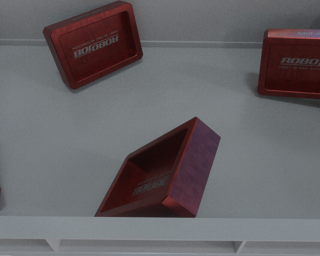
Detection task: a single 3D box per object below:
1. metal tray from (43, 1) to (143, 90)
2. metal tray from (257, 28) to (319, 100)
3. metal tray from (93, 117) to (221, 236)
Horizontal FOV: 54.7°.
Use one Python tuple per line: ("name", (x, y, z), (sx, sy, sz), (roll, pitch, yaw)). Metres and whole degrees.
("metal tray", (-0.094, -0.125, 0.463), (0.131, 0.089, 0.030), (-31, 40, -24))
("metal tray", (0.205, -0.086, 0.423), (0.130, 0.089, 0.030), (6, 40, 16))
("metal tray", (-0.007, 0.051, 0.299), (0.030, 0.129, 0.090), (39, 51, -17))
